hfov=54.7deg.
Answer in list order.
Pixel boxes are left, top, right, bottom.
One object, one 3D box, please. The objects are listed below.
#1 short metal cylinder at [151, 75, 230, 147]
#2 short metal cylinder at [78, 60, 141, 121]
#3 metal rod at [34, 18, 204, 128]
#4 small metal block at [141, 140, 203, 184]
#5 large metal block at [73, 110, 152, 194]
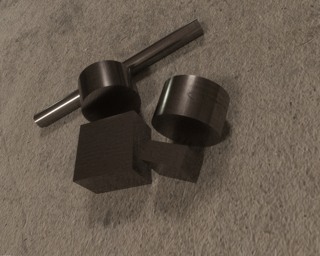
[{"bbox_3d":[0.036,-0.018,0.360,0.080,0.080,0.050,5,64,30],"label":"short metal cylinder"},{"bbox_3d":[-0.071,-0.047,0.433,0.080,0.080,0.050,-27,53,11],"label":"short metal cylinder"},{"bbox_3d":[-0.070,-0.083,0.489,0.301,0.025,0.025,-29,52,9],"label":"metal rod"},{"bbox_3d":[0.014,0.039,0.355,0.050,0.050,0.025,8,66,31],"label":"small metal block"},{"bbox_3d":[-0.058,0.033,0.397,0.080,0.050,0.080,-14,56,20],"label":"large metal block"}]
